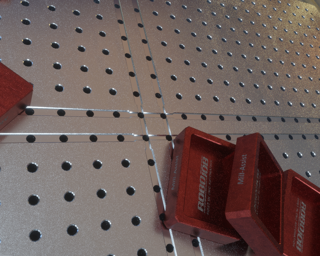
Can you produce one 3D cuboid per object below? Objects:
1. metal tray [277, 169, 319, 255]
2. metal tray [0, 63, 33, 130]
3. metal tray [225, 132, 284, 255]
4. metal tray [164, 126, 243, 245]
[{"bbox_3d":[0.197,0.133,0.432,0.090,0.030,0.130,33,51,-7],"label":"metal tray"},{"bbox_3d":[-0.207,-0.022,0.307,0.090,0.030,0.130,37,51,-4],"label":"metal tray"},{"bbox_3d":[0.125,0.080,0.393,0.090,0.030,0.130,51,40,-26],"label":"metal tray"},{"bbox_3d":[0.059,0.070,0.395,0.091,0.030,0.130,21,54,-16],"label":"metal tray"}]
